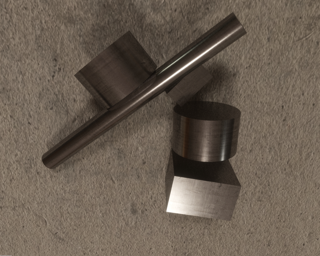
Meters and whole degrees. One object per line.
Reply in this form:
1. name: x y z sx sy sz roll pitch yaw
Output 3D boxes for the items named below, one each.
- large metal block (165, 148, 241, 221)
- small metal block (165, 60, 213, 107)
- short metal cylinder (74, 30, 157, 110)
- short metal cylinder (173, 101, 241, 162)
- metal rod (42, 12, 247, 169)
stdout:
1. large metal block: 0.052 0.071 0.408 0.081 0.080 0.050 10 110 -4
2. small metal block: 0.029 -0.060 0.372 0.050 0.050 0.025 -43 119 14
3. short metal cylinder: -0.050 -0.066 0.355 0.080 0.080 0.050 -36 106 12
4. short metal cylinder: 0.056 0.001 0.382 0.081 0.080 0.050 1 110 -1
5. metal rod: -0.036 -0.030 0.366 0.300 0.025 0.025 -33 108 23
